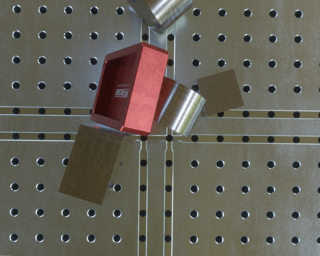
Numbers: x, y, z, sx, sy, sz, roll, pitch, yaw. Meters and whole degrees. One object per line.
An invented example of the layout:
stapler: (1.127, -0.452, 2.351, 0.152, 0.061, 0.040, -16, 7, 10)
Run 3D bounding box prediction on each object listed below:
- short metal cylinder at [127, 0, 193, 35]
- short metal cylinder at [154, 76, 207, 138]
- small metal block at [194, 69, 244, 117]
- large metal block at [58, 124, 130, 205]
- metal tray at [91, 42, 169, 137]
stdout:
short metal cylinder: (-0.005, -0.165, 0.386, 0.050, 0.080, 0.080, -43, 90, 0)
short metal cylinder: (0.011, -0.028, 0.386, 0.080, 0.080, 0.050, 27, 90, 0)
small metal block: (0.078, -0.046, 0.414, 0.050, 0.025, 0.050, -16, 90, 0)
large metal block: (-0.077, 0.041, 0.385, 0.050, 0.080, 0.080, 18, 90, 0)
metal tray: (-0.041, -0.044, 0.360, 0.030, 0.130, 0.089, 14, 90, -27)
